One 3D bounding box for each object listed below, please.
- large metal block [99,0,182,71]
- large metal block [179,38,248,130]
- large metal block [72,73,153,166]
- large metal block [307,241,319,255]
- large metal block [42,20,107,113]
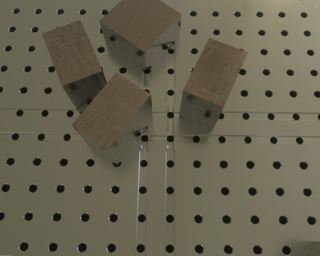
[{"bbox_3d":[-0.026,-0.144,0.451,0.080,0.050,0.080,37,74,12],"label":"large metal block"},{"bbox_3d":[0.066,-0.054,0.403,0.050,0.080,0.080,24,72,8],"label":"large metal block"},{"bbox_3d":[-0.054,-0.008,0.385,0.050,0.080,0.080,33,73,11],"label":"large metal block"},{"bbox_3d":[0.205,0.164,0.324,0.080,0.080,0.050,30,73,10],"label":"large metal block"},{"bbox_3d":[-0.106,-0.079,0.411,0.050,0.080,0.080,-23,72,-8],"label":"large metal block"}]
